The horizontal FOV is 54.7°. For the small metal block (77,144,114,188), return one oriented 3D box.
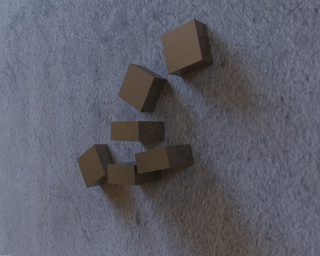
[{"bbox_3d":[-0.099,0.059,0.484,0.050,0.025,0.050,-37,68,33],"label":"small metal block"}]

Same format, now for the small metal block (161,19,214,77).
[{"bbox_3d":[0.033,-0.096,0.377,0.050,0.025,0.050,-16,80,38],"label":"small metal block"}]

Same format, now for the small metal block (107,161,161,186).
[{"bbox_3d":[-0.034,0.059,0.415,0.050,0.050,0.025,-4,88,39],"label":"small metal block"}]

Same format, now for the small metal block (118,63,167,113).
[{"bbox_3d":[-0.025,-0.055,0.424,0.050,0.025,0.050,35,111,34],"label":"small metal block"}]

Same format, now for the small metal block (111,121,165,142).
[{"bbox_3d":[-0.029,0.004,0.411,0.050,0.050,0.025,0,90,39],"label":"small metal block"}]

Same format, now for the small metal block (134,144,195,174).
[{"bbox_3d":[0.006,0.038,0.382,0.050,0.050,0.025,-17,79,38],"label":"small metal block"}]
